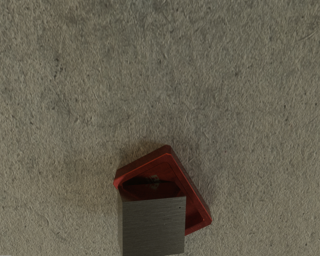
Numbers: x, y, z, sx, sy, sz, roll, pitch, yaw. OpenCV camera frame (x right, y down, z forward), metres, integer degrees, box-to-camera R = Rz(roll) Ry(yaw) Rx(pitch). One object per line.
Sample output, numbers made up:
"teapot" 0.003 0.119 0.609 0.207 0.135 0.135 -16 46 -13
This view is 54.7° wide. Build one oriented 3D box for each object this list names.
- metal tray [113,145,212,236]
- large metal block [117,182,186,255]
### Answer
"metal tray" 0.005 0.099 0.443 0.090 0.030 0.130 -28 108 10
"large metal block" -0.013 0.121 0.412 0.081 0.050 0.079 -2 102 -15
